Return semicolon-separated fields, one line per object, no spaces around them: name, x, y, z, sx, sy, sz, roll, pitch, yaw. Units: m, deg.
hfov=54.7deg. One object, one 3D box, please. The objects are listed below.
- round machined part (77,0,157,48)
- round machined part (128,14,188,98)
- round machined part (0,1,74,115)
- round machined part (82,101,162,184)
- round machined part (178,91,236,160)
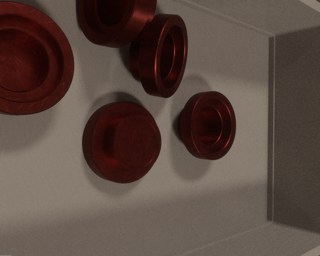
round machined part;-0.042;-0.134;0.326;0.042;0.098;0.097;-3;92;-48
round machined part;-0.003;-0.088;0.377;0.098;0.042;0.097;12;91;-68
round machined part;-0.134;-0.060;0.284;0.099;0.042;0.097;0;90;-40
round machined part;-0.037;0.017;0.366;0.099;0.042;0.097;0;90;-40
round machined part;0.064;-0.003;0.452;0.099;0.042;0.097;0;90;-40
